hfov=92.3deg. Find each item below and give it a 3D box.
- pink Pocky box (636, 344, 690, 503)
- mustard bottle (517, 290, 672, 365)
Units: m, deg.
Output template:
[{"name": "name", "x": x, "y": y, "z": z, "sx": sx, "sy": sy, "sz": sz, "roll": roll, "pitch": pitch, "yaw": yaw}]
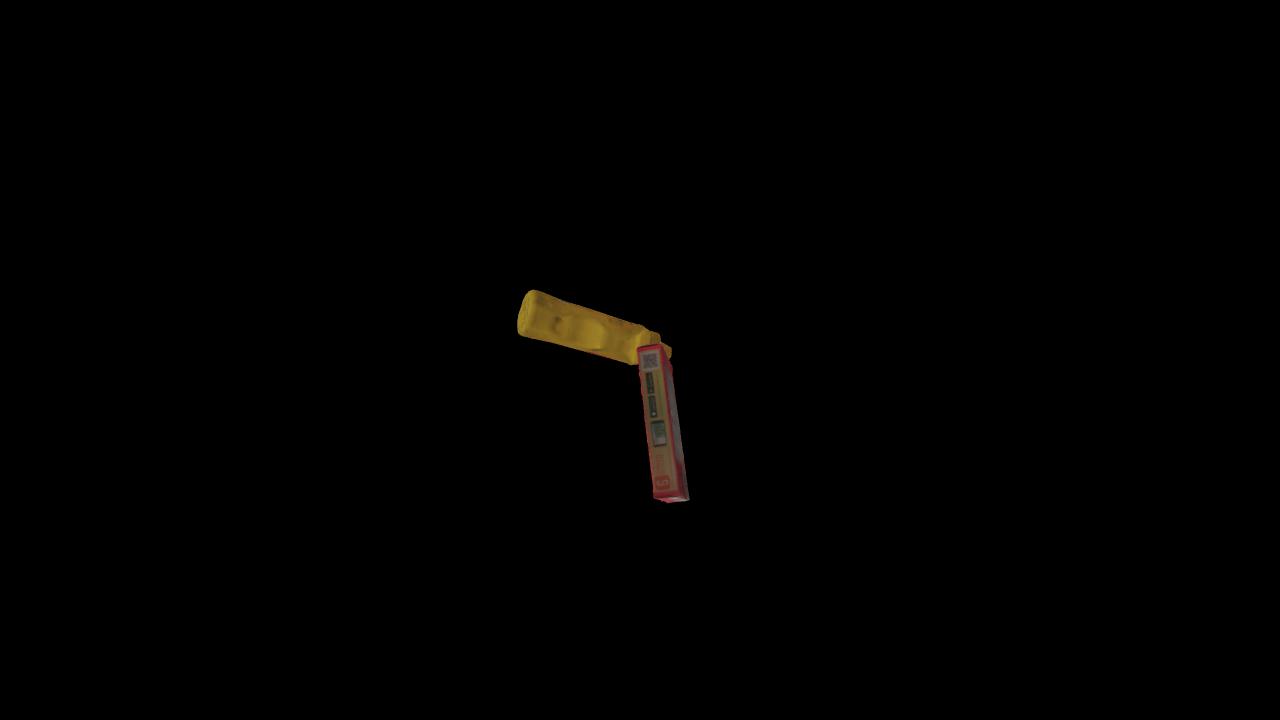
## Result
[{"name": "pink Pocky box", "x": 0.024, "y": 0.068, "z": 0.638, "sx": 0.029, "sy": 0.155, "sz": 0.084, "roll": -9, "pitch": -16, "yaw": 8}, {"name": "mustard bottle", "x": -0.046, "y": -0.030, "z": 0.715, "sx": 0.184, "sy": 0.054, "sz": 0.092, "roll": 16, "pitch": 0, "yaw": -19}]
